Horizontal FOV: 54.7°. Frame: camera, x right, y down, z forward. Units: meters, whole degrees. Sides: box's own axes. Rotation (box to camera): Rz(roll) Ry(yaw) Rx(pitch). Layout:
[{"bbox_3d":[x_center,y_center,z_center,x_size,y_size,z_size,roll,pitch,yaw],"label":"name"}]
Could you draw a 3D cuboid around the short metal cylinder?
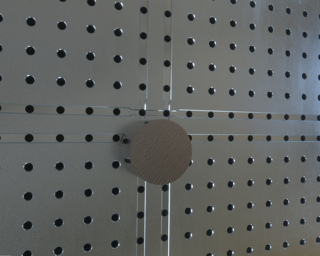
[{"bbox_3d":[-0.006,0.029,0.398,0.081,0.050,0.079,0,90,-20],"label":"short metal cylinder"}]
